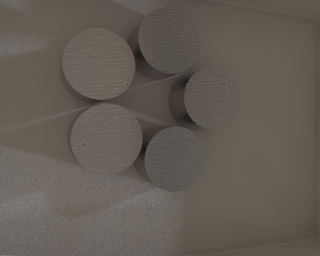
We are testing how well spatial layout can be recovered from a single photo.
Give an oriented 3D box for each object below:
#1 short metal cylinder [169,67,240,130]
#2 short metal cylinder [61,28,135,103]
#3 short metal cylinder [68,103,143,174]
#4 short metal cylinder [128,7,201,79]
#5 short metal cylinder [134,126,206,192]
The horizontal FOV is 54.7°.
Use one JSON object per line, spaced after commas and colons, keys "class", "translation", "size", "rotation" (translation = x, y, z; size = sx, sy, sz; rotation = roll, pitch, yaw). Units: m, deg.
{"class": "short metal cylinder", "translation": [0.059, -0.038, 0.416], "size": [0.081, 0.050, 0.080], "rotation": [0, 90, -20]}
{"class": "short metal cylinder", "translation": [-0.075, -0.071, 0.367], "size": [0.081, 0.050, 0.080], "rotation": [0, 90, -20]}
{"class": "short metal cylinder", "translation": [-0.067, 0.012, 0.370], "size": [0.081, 0.050, 0.080], "rotation": [0, 90, -20]}
{"class": "short metal cylinder", "translation": [0.004, -0.105, 0.396], "size": [0.081, 0.050, 0.080], "rotation": [0, 90, -20]}
{"class": "short metal cylinder", "translation": [0.011, 0.038, 0.399], "size": [0.081, 0.050, 0.080], "rotation": [0, 90, -20]}
